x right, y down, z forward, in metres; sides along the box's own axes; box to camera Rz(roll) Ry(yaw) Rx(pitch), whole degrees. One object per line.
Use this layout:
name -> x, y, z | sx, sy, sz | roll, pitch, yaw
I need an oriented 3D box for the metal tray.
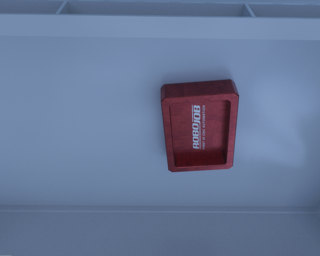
metal tray -> 0.051, 0.002, 0.407 | 0.090, 0.030, 0.129 | -4, 130, 3
